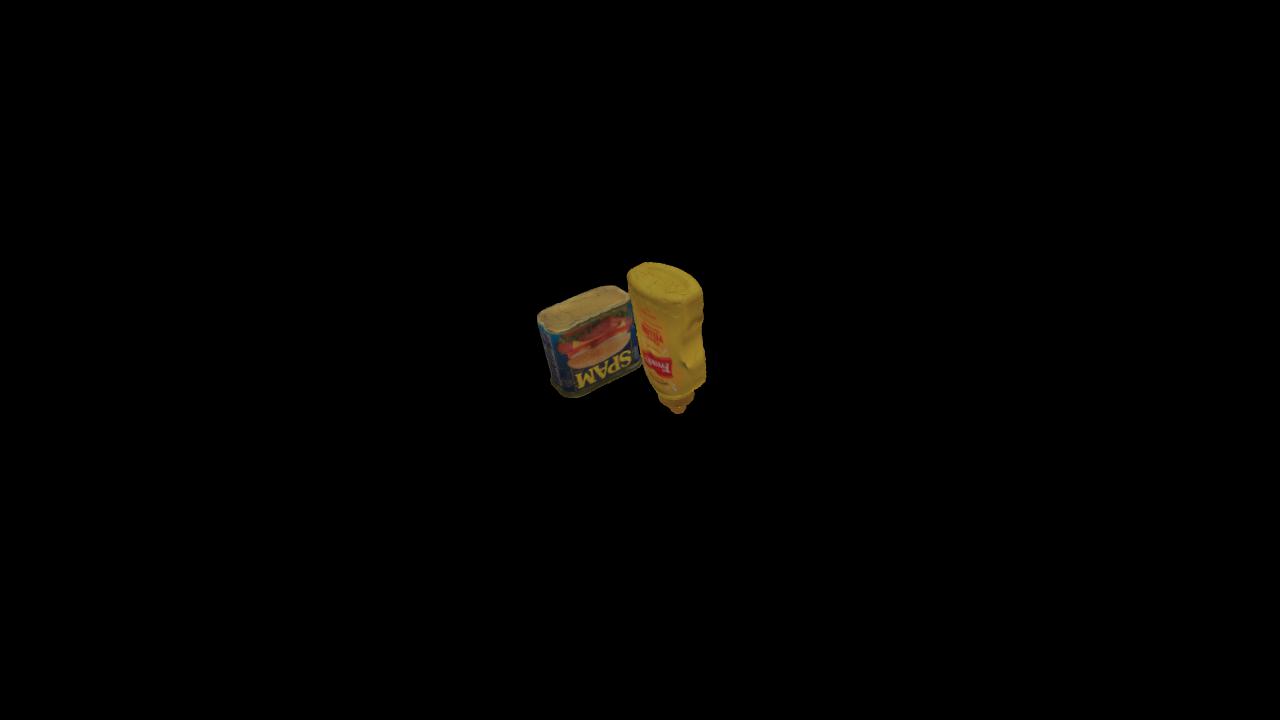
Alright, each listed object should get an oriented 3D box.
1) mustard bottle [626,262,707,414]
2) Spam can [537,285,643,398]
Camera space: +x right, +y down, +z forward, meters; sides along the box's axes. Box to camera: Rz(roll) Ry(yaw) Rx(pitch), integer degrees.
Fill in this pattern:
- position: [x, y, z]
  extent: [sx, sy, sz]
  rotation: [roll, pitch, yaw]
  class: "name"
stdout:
- position: [0.034, -0.011, 0.669]
  extent: [0.092, 0.184, 0.054]
  rotation: [27, 52, 35]
  class: "mustard bottle"
- position: [-0.052, -0.022, 0.649]
  extent: [0.101, 0.085, 0.058]
  rotation: [-26, 39, -24]
  class: "Spam can"
